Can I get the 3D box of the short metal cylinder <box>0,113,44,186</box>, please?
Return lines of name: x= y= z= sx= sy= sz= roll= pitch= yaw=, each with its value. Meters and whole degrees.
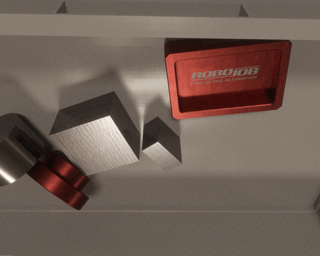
short metal cylinder: x=-0.198 y=0.027 z=0.393 sx=0.080 sy=0.080 sz=0.050 roll=-20 pitch=128 yaw=15

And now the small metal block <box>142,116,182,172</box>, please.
small metal block: x=0.003 y=0.021 z=0.411 sx=0.025 sy=0.050 sz=0.050 roll=-31 pitch=124 yaw=23

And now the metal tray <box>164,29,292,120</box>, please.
metal tray: x=0.075 y=-0.059 z=0.356 sx=0.131 sy=0.030 sz=0.089 roll=-6 pitch=130 yaw=4

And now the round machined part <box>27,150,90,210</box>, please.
round machined part: x=-0.137 y=0.068 z=0.431 sx=0.098 sy=0.042 sz=0.098 roll=34 pitch=163 yaw=12

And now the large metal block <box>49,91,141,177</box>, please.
large metal block: x=-0.079 y=0.009 z=0.400 sx=0.080 sy=0.050 sz=0.080 roll=-17 pitch=128 yaw=13
